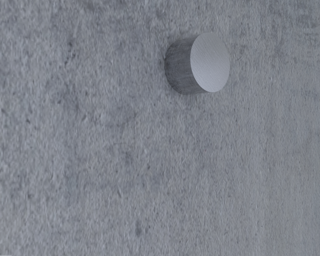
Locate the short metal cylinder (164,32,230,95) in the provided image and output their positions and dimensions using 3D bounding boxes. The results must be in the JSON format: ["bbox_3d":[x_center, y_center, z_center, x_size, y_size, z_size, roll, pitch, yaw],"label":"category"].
[{"bbox_3d":[0.053,-0.088,0.435,0.081,0.050,0.079,0,90,-40],"label":"short metal cylinder"}]
